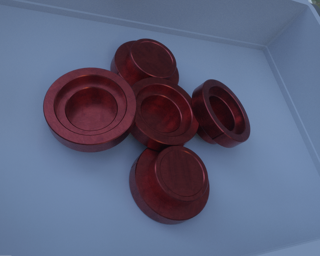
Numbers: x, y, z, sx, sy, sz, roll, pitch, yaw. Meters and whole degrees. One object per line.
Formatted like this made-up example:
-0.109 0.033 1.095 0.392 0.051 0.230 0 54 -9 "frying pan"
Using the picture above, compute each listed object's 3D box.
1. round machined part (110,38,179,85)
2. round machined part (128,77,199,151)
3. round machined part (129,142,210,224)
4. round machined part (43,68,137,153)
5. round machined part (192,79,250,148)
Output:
-0.016 -0.086 0.436 0.099 0.042 0.098 14 56 -21 "round machined part"
-0.002 -0.014 0.399 0.099 0.042 0.098 14 56 -21 "round machined part"
0.017 0.059 0.365 0.099 0.042 0.098 14 56 -21 "round machined part"
-0.077 -0.017 0.351 0.099 0.042 0.098 4 62 -7 "round machined part"
0.079 -0.016 0.434 0.098 0.042 0.098 27 46 -31 "round machined part"
